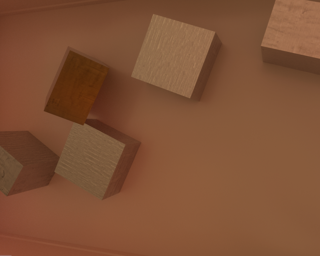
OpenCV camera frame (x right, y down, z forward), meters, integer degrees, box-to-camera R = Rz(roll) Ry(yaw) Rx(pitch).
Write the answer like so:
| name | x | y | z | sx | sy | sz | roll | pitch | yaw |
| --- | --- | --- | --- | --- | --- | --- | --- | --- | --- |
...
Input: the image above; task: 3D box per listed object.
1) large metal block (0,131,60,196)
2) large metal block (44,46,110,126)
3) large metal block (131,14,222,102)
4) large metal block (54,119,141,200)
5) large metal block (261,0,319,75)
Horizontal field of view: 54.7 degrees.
| name | x | y | z | sx | sy | sz | roll | pitch | yaw |
| --- | --- | --- | --- | --- | --- | --- | --- | --- | --- |
| large metal block | -0.207 | 0.047 | 0.452 | 0.080 | 0.080 | 0.050 | 35 | 101 | 16 |
| large metal block | -0.113 | -0.059 | 0.413 | 0.050 | 0.080 | 0.080 | 23 | 99 | -23 |
| large metal block | 0.022 | -0.086 | 0.389 | 0.080 | 0.050 | 0.080 | 23 | 97 | 18 |
| large metal block | -0.085 | 0.040 | 0.426 | 0.080 | 0.050 | 0.080 | 26 | 99 | 17 |
| large metal block | 0.156 | -0.092 | 0.326 | 0.080 | 0.080 | 0.050 | 18 | 96 | 18 |
